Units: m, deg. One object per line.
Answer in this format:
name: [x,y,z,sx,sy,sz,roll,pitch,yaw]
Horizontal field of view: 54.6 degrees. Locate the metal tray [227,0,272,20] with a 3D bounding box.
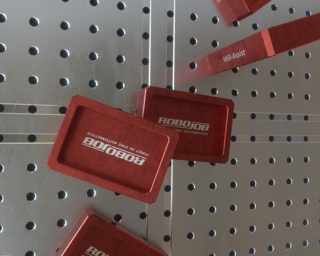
metal tray: [0.123,-0.239,0.454,0.090,0.030,0.130,-38,102,-16]

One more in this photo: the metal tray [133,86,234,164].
metal tray: [0.034,-0.002,0.421,0.131,0.030,0.090,7,88,-20]

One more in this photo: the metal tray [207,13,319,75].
metal tray: [0.133,-0.106,0.405,0.091,0.130,0.030,-21,97,-19]

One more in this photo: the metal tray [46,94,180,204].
metal tray: [-0.053,0.025,0.367,0.131,0.030,0.090,20,87,-2]

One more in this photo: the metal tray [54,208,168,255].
metal tray: [-0.060,0.172,0.387,0.130,0.030,0.090,36,78,-17]
